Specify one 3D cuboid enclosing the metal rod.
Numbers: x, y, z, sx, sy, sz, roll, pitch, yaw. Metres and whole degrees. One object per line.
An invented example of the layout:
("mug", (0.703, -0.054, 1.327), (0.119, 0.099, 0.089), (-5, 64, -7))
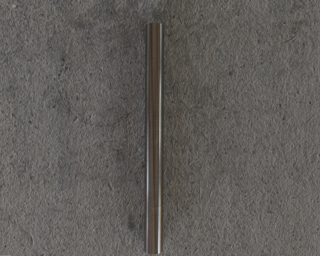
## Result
("metal rod", (-0.008, 0.014, 0.411), (0.025, 0.025, 0.298), (0, 90, -1))
